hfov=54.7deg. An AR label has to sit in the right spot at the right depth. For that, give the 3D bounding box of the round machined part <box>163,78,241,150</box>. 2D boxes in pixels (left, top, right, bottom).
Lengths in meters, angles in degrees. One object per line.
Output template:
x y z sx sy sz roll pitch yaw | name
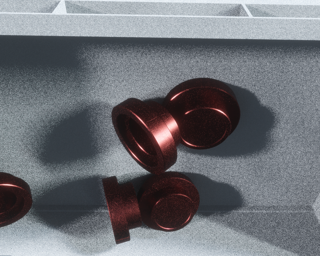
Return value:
0.052 -0.011 0.390 0.099 0.042 0.097 -1 130 0 | round machined part

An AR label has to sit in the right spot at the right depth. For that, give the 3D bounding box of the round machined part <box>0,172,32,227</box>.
-0.249 0.105 0.468 0.099 0.042 0.097 -17 134 -18 | round machined part

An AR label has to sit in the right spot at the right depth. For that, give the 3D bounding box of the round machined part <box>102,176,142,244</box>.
-0.056 0.119 0.465 0.042 0.098 0.097 -12 131 -12 | round machined part

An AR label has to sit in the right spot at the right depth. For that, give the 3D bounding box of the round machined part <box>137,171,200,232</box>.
0.015 0.120 0.479 0.099 0.042 0.097 -5 112 -12 | round machined part

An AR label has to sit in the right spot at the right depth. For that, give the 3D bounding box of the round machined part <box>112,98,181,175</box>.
-0.012 0.005 0.379 0.042 0.098 0.097 -35 136 -26 | round machined part
